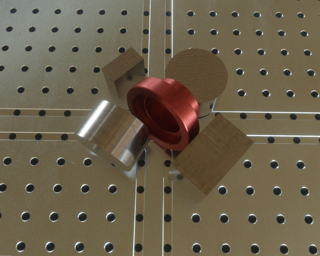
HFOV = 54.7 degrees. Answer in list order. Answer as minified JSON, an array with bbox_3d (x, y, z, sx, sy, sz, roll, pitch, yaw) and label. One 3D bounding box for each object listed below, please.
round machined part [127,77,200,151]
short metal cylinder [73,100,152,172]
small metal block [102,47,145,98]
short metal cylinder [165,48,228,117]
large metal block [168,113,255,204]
[{"bbox_3d":[0.009,-0.022,0.381,0.098,0.098,0.042,39,62,12],"label":"round machined part"},{"bbox_3d":[-0.057,0.010,0.378,0.080,0.080,0.050,29,73,10],"label":"short metal cylinder"},{"bbox_3d":[-0.048,-0.075,0.425,0.050,0.050,0.025,-40,75,-13],"label":"small metal block"},{"bbox_3d":[0.047,-0.060,0.420,0.081,0.050,0.080,0,70,0],"label":"short metal cylinder"},{"bbox_3d":[0.057,0.040,0.369,0.050,0.080,0.080,42,75,13],"label":"large metal block"}]
